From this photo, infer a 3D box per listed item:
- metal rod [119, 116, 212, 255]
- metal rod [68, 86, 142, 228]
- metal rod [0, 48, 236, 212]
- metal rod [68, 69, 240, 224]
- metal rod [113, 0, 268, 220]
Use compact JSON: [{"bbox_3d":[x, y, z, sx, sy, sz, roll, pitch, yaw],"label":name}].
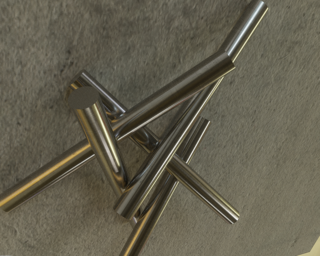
[{"bbox_3d":[-0.011,0.118,0.431,0.025,0.025,0.299,30,87,-38],"label":"metal rod"},{"bbox_3d":[-0.047,0.064,0.367,0.025,0.025,0.299,-26,145,-12],"label":"metal rod"},{"bbox_3d":[-0.056,0.009,0.337,0.300,0.025,0.025,-32,131,10],"label":"metal rod"},{"bbox_3d":[0.009,0.039,0.393,0.025,0.025,0.300,-45,116,3],"label":"metal rod"},{"bbox_3d":[0.040,-0.027,0.367,0.025,0.025,0.300,39,81,-39],"label":"metal rod"}]
